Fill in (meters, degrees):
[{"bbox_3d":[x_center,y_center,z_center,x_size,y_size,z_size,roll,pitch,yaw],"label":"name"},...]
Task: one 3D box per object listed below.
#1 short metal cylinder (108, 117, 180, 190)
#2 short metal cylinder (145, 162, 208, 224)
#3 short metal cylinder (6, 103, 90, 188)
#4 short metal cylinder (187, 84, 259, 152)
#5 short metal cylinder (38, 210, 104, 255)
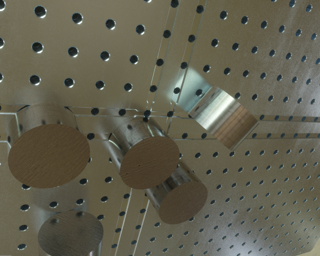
[{"bbox_3d":[-0.022,0.033,0.403,0.081,0.050,0.079,-14,124,-21],"label":"short metal cylinder"},{"bbox_3d":[0.024,0.098,0.469,0.081,0.050,0.079,-14,124,-21],"label":"short metal cylinder"},{"bbox_3d":[-0.123,0.019,0.339,0.081,0.050,0.079,-14,124,-21],"label":"short metal cylinder"},{"bbox_3d":[0.083,-0.013,0.413,0.050,0.080,0.080,-49,129,6],"label":"short metal cylinder"},{"bbox_3d":[-0.117,0.156,0.408,0.081,0.080,0.050,-5,121,-26],"label":"short metal cylinder"}]
